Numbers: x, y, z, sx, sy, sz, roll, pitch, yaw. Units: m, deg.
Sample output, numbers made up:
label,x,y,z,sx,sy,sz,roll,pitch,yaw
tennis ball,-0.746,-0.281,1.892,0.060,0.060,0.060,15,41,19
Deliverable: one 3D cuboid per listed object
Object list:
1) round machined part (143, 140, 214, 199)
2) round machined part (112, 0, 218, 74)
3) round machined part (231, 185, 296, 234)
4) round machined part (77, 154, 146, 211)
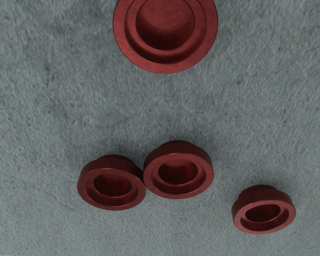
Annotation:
label,x,y,z,sx,sy,sz,roll,pitch,yaw
round machined part,0.025,0.056,0.444,0.099,0.042,0.097,-1,130,-1
round machined part,0.005,-0.107,0.305,0.099,0.042,0.097,-1,130,0
round machined part,0.167,0.131,0.510,0.099,0.042,0.097,-1,130,0
round machined part,-0.069,0.077,0.460,0.099,0.042,0.097,0,131,1
